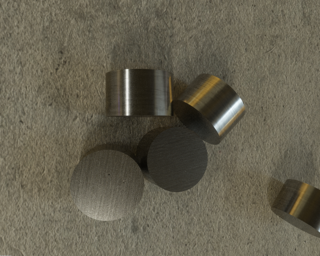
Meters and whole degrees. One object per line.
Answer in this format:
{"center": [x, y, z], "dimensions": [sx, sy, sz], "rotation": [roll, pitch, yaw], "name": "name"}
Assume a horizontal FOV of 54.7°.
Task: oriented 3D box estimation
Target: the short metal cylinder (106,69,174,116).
{"center": [-0.024, -0.039, 0.371], "dimensions": [0.081, 0.080, 0.050], "rotation": [-1, 91, -20], "name": "short metal cylinder"}

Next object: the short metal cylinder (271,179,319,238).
{"center": [0.214, 0.119, 0.459], "dimensions": [0.080, 0.080, 0.050], "rotation": [37, 78, -17], "name": "short metal cylinder"}

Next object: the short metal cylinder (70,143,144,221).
{"center": [-0.060, 0.061, 0.364], "dimensions": [0.081, 0.050, 0.079], "rotation": [-1, 95, -7], "name": "short metal cylinder"}

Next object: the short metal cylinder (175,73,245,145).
{"center": [0.062, -0.024, 0.402], "dimensions": [0.050, 0.080, 0.080], "rotation": [-46, 105, -14], "name": "short metal cylinder"}

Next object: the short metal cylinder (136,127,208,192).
{"center": [0.014, 0.038, 0.401], "dimensions": [0.081, 0.050, 0.080], "rotation": [0, 90, -20], "name": "short metal cylinder"}
